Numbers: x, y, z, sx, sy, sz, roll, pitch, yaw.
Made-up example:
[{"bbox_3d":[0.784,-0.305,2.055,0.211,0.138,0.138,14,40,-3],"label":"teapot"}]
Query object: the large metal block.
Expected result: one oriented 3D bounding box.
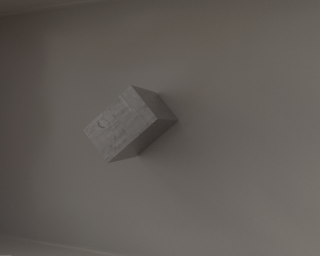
[{"bbox_3d":[-0.033,-0.004,0.389,0.080,0.080,0.050,-41,77,15],"label":"large metal block"}]
